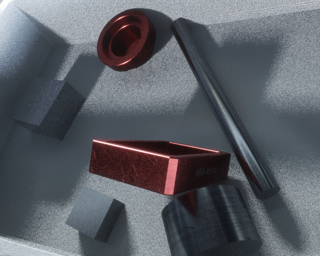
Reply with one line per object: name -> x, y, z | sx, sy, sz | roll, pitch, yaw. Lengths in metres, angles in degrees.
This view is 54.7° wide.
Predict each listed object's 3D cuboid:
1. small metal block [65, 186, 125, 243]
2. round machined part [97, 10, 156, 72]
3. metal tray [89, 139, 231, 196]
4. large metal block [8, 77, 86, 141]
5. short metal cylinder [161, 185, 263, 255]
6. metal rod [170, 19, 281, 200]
small metal block -> -0.080, 0.106, 0.381 | 0.050, 0.025, 0.050 | 13, 68, 33
round machined part -> -0.048, -0.134, 0.493 | 0.098, 0.042, 0.098 | -10, 68, 27
metal tray -> 0.006, 0.034, 0.313 | 0.090, 0.131, 0.030 | 10, 93, 32
large metal block -> -0.182, -0.033, 0.503 | 0.080, 0.050, 0.080 | 12, 68, 32
short metal cylinder -> 0.046, 0.095, 0.287 | 0.080, 0.080, 0.050 | -26, 53, 12
metal rod -> 0.068, -0.048, 0.398 | 0.025, 0.025, 0.299 | -27, 52, 11
